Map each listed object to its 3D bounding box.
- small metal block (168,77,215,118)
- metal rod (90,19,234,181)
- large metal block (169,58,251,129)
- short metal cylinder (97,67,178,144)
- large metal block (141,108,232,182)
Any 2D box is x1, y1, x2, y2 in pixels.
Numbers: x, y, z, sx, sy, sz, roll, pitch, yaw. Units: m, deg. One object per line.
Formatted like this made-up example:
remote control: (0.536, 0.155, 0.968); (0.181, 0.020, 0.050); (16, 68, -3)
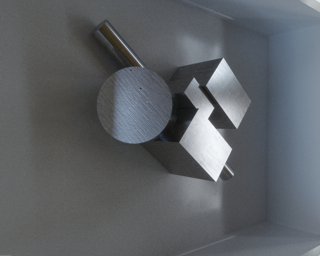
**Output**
small metal block: (0.032, -0.034, 0.387); (0.050, 0.050, 0.025); (48, 61, -30)
metal rod: (0.020, -0.020, 0.425); (0.300, 0.025, 0.025); (47, 62, -30)
large metal block: (0.064, -0.044, 0.426); (0.080, 0.080, 0.050); (48, 61, -30)
short metal cylinder: (-0.022, -0.024, 0.344); (0.050, 0.080, 0.079); (3, 88, -80)
large metal block: (0.031, 0.021, 0.398); (0.080, 0.080, 0.050); (47, 62, -30)
